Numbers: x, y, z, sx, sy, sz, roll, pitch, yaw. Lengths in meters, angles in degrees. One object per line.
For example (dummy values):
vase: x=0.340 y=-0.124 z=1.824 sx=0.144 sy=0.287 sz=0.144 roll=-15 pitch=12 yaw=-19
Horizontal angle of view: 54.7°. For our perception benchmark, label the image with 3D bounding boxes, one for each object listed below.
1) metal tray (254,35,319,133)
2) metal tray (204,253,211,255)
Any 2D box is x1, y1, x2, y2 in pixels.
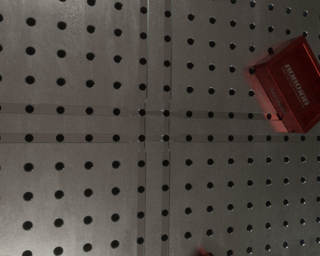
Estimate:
metal tray: x=0.218 y=-0.067 z=0.492 sx=0.090 sy=0.030 sz=0.130 roll=-37 pitch=102 yaw=-16
metal tray: x=0.098 y=0.254 z=0.448 sx=0.130 sy=0.030 sz=0.090 roll=36 pitch=78 yaw=-17
